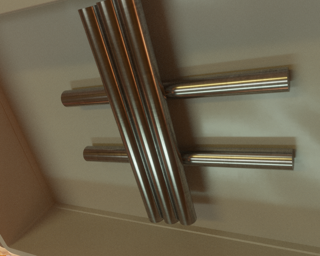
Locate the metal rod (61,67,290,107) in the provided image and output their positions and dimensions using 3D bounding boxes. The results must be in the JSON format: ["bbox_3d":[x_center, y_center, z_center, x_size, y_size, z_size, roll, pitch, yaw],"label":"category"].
[{"bbox_3d":[-0.003,-0.046,0.381,0.300,0.025,0.025,-1,118,28],"label":"metal rod"}]

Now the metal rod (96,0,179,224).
[{"bbox_3d":[-0.018,-0.002,0.382,0.025,0.025,0.298,-1,118,29],"label":"metal rod"}]

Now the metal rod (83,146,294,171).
[{"bbox_3d":[0.018,0.038,0.421,0.300,0.025,0.025,-1,118,28],"label":"metal rod"}]

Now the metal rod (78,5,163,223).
[{"bbox_3d":[-0.040,0.000,0.395,0.025,0.025,0.298,-1,118,29],"label":"metal rod"}]

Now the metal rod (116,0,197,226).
[{"bbox_3d":[0.003,-0.004,0.369,0.025,0.025,0.298,-1,118,29],"label":"metal rod"}]
